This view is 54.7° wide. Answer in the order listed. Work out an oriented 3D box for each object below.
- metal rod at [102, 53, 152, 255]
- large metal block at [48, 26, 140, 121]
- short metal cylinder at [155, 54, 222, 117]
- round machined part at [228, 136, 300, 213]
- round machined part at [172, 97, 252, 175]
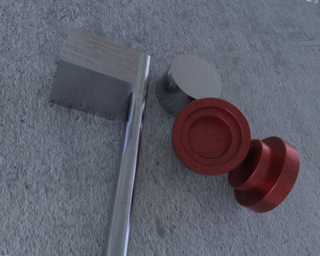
[{"bbox_3d":[-0.035,0.025,0.368,0.025,0.025,0.300,17,55,-18],"label":"metal rod"},{"bbox_3d":[-0.078,-0.059,0.363,0.081,0.080,0.050,17,55,-19],"label":"large metal block"},{"bbox_3d":[0.040,-0.059,0.445,0.081,0.050,0.080,14,56,-21],"label":"short metal cylinder"},{"bbox_3d":[0.123,0.053,0.391,0.042,0.097,0.098,29,52,-11],"label":"round machined part"},{"bbox_3d":[0.064,0.013,0.402,0.099,0.042,0.098,0,78,-1],"label":"round machined part"}]
